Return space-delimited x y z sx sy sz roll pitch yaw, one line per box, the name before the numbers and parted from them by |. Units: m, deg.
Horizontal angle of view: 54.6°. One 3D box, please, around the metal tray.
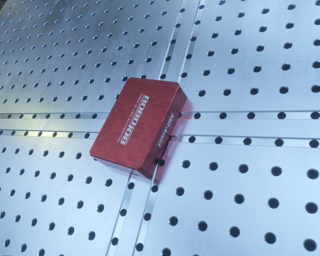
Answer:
metal tray | -0.029 -0.005 0.425 0.090 0.030 0.130 12 68 33
